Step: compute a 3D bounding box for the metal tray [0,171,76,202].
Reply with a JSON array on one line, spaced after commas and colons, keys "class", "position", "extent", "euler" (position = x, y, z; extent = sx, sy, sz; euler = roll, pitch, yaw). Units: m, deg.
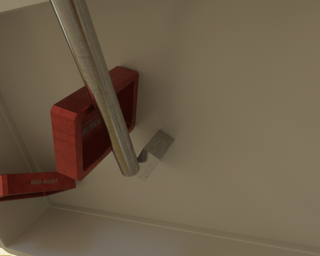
[{"class": "metal tray", "position": [-0.219, 0.097, 0.513], "extent": [0.090, 0.131, 0.030], "euler": [-20, 75, 31]}]

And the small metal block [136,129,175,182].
[{"class": "small metal block", "position": [-0.010, 0.037, 0.419], "extent": [0.025, 0.050, 0.050], "euler": [35, 129, 4]}]

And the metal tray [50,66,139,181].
[{"class": "metal tray", "position": [-0.071, -0.010, 0.370], "extent": [0.030, 0.131, 0.089], "euler": [19, 126, 17]}]

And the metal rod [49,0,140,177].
[{"class": "metal rod", "position": [-0.059, -0.047, 0.287], "extent": [0.025, 0.025, 0.299], "euler": [13, 142, 21]}]
